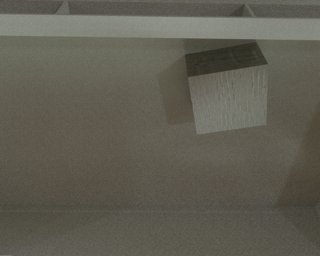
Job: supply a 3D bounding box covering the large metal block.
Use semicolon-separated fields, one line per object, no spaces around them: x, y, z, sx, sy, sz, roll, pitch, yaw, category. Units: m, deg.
0.075;-0.044;0.356;0.080;0.050;0.080;-8;130;7;large metal block
